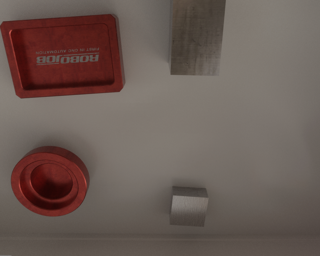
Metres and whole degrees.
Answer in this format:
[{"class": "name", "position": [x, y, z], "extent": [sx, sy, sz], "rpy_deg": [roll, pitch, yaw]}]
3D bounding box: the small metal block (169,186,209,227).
[{"class": "small metal block", "position": [0.041, 0.115, 0.455], "extent": [0.050, 0.025, 0.050], "rpy_deg": [4, 110, -2]}]

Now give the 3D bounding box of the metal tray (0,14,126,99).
[{"class": "metal tray", "position": [-0.113, -0.086, 0.375], "extent": [0.131, 0.030, 0.089], "rpy_deg": [-4, 110, 1]}]

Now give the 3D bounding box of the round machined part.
[{"class": "round machined part", "position": [-0.146, 0.069, 0.426], "extent": [0.099, 0.042, 0.097], "rpy_deg": [0, 110, -1]}]

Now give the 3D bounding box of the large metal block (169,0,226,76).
[{"class": "large metal block", "position": [0.037, -0.105, 0.344], "extent": [0.050, 0.080, 0.079], "rpy_deg": [1, 110, -1]}]
